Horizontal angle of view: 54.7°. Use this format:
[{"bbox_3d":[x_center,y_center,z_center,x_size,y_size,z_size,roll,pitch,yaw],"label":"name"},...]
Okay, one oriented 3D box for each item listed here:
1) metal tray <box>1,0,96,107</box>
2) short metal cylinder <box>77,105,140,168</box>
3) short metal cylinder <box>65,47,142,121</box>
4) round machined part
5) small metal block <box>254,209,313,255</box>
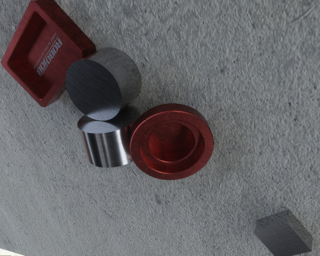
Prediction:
[{"bbox_3d":[-0.156,-0.098,0.425,0.090,0.030,0.129,47,129,-6],"label":"metal tray"},{"bbox_3d":[-0.063,0.009,0.410,0.080,0.080,0.050,6,121,25],"label":"short metal cylinder"},{"bbox_3d":[-0.071,-0.056,0.393,0.080,0.050,0.079,13,124,21],"label":"short metal cylinder"},{"bbox_3d":[0.013,0.013,0.380,0.099,0.042,0.097,-2,120,-3],"label":"round machined part"},{"bbox_3d":[0.162,0.141,0.408,0.050,0.025,0.050,49,129,-7],"label":"small metal block"}]
